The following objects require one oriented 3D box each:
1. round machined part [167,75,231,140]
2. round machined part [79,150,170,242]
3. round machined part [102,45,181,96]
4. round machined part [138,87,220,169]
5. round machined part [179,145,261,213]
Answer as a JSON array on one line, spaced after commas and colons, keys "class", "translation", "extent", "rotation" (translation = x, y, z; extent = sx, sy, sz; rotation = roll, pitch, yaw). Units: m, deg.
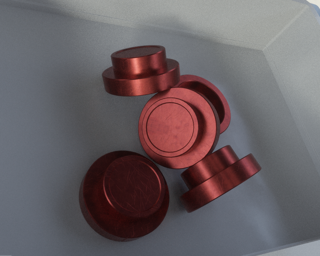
[{"class": "round machined part", "translation": [0.046, -0.023, 0.433], "extent": [0.099, 0.042, 0.098], "rotation": [14, 56, -21]}, {"class": "round machined part", "translation": [-0.033, 0.068, 0.335], "extent": [0.099, 0.042, 0.098], "rotation": [14, 56, -21]}, {"class": "round machined part", "translation": [-0.025, -0.077, 0.392], "extent": [0.099, 0.042, 0.098], "rotation": [-6, 25, 3]}, {"class": "round machined part", "translation": [0.018, 0.000, 0.365], "extent": [0.098, 0.098, 0.042], "rotation": [59, 17, 13]}, {"class": "round machined part", "translation": [0.063, 0.055, 0.360], "extent": [0.099, 0.097, 0.042], "rotation": [-22, 74, -36]}]
